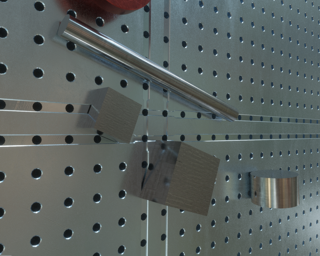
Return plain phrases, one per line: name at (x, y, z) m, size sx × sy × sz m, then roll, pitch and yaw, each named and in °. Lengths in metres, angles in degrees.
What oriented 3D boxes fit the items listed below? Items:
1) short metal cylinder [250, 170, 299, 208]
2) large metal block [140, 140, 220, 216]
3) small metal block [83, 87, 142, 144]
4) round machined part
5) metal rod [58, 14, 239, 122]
short metal cylinder at (0.202, 0.105, 0.547) m, size 0.081 × 0.080 × 0.050 m, roll -4°, pitch 93°, yaw -40°
large metal block at (0.029, 0.068, 0.420) m, size 0.080 × 0.050 × 0.080 m, roll 26°, pitch 74°, yaw -37°
small metal block at (-0.055, -0.014, 0.365) m, size 0.050 × 0.025 × 0.050 m, roll 28°, pitch 73°, yaw -37°
round machined part at (-0.054, -0.179, 0.354) m, size 0.099 × 0.042 × 0.097 m, roll 0°, pitch 90°, yaw -40°
metal rod at (0.009, -0.065, 0.418) m, size 0.302 × 0.025 × 0.025 m, roll 21°, pitch 77°, yaw -38°
